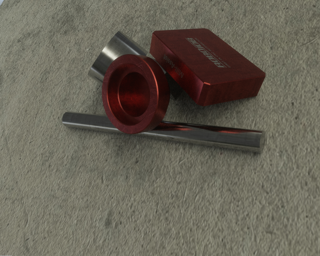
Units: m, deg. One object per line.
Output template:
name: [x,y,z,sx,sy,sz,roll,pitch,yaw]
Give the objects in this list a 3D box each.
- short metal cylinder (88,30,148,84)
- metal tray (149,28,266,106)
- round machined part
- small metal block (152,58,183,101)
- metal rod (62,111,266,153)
short metal cylinder: [-0.061,-0.095,0.454,0.080,0.050,0.080,-51,11,15]
metal tray: [0.055,-0.083,0.391,0.091,0.030,0.130,-12,46,-27]
round machined part: [-0.026,-0.043,0.394,0.098,0.042,0.097,7,101,39]
small metal block: [0.001,-0.069,0.429,0.050,0.050,0.025,26,76,37]
metal rod: [-0.017,0.001,0.414,0.300,0.025,0.025,6,65,31]
